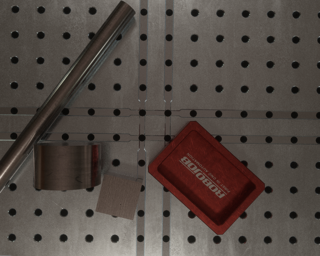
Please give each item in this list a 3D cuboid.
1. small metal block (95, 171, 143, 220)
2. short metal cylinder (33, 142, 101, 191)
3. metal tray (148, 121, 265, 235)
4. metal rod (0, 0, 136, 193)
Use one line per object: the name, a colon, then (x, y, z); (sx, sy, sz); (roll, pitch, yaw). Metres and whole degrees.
small metal block: (-0.053, 0.089, 0.413); (0.050, 0.025, 0.050); (14, 90, -1)
short metal cylinder: (-0.114, 0.045, 0.384); (0.081, 0.080, 0.050); (0, 90, -1)
metal tray: (0.060, 0.064, 0.411); (0.130, 0.030, 0.090); (43, 90, -1)
metal rod: (-0.132, -0.041, 0.411); (0.025, 0.025, 0.299); (37, 90, -1)
